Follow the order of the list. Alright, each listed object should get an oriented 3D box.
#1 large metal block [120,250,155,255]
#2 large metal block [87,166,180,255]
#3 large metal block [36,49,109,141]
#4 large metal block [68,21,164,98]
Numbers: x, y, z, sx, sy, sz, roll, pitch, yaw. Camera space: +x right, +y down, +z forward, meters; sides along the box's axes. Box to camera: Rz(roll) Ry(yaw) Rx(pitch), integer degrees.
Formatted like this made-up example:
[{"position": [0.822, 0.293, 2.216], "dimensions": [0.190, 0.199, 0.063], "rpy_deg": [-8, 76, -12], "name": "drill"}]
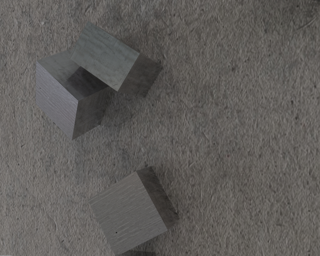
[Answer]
[{"position": [-0.042, 0.212, 0.394], "dimensions": [0.050, 0.080, 0.080], "rpy_deg": [-3, 89, 20], "name": "large metal block"}, {"position": [-0.034, 0.107, 0.408], "dimensions": [0.080, 0.050, 0.080], "rpy_deg": [-33, 80, 17], "name": "large metal block"}, {"position": [-0.121, -0.044, 0.419], "dimensions": [0.080, 0.050, 0.079], "rpy_deg": [42, 139, 15], "name": "large metal block"}, {"position": [-0.053, -0.085, 0.399], "dimensions": [0.080, 0.080, 0.050], "rpy_deg": [35, 101, 16], "name": "large metal block"}]
